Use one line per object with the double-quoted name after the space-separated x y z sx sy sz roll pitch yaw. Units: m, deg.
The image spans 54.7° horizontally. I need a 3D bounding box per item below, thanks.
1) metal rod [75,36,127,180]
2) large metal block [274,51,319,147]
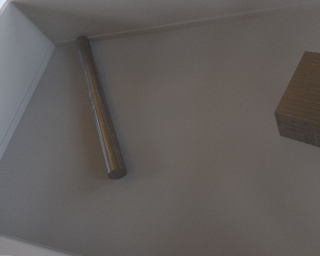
-0.100 -0.051 0.487 0.025 0.025 0.299 -29 52 9 "metal rod"
0.174 -0.025 0.314 0.080 0.050 0.080 20 72 35 "large metal block"
